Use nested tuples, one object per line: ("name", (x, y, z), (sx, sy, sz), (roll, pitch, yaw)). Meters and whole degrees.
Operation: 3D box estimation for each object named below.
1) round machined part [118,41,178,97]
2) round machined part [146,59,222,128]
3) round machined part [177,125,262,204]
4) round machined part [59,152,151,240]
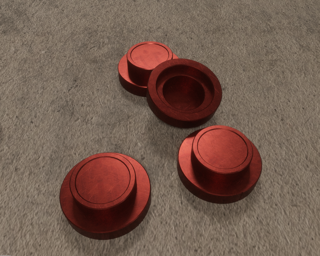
("round machined part", (-0.015, -0.096, 0.472), (0.099, 0.042, 0.098), (0, 50, 0))
("round machined part", (0.030, -0.043, 0.419), (0.099, 0.042, 0.098), (4, 62, -7))
("round machined part", (0.070, 0.035, 0.364), (0.099, 0.042, 0.098), (0, 50, 0))
("round machined part", (-0.059, 0.066, 0.336), (0.099, 0.042, 0.098), (0, 50, 0))
